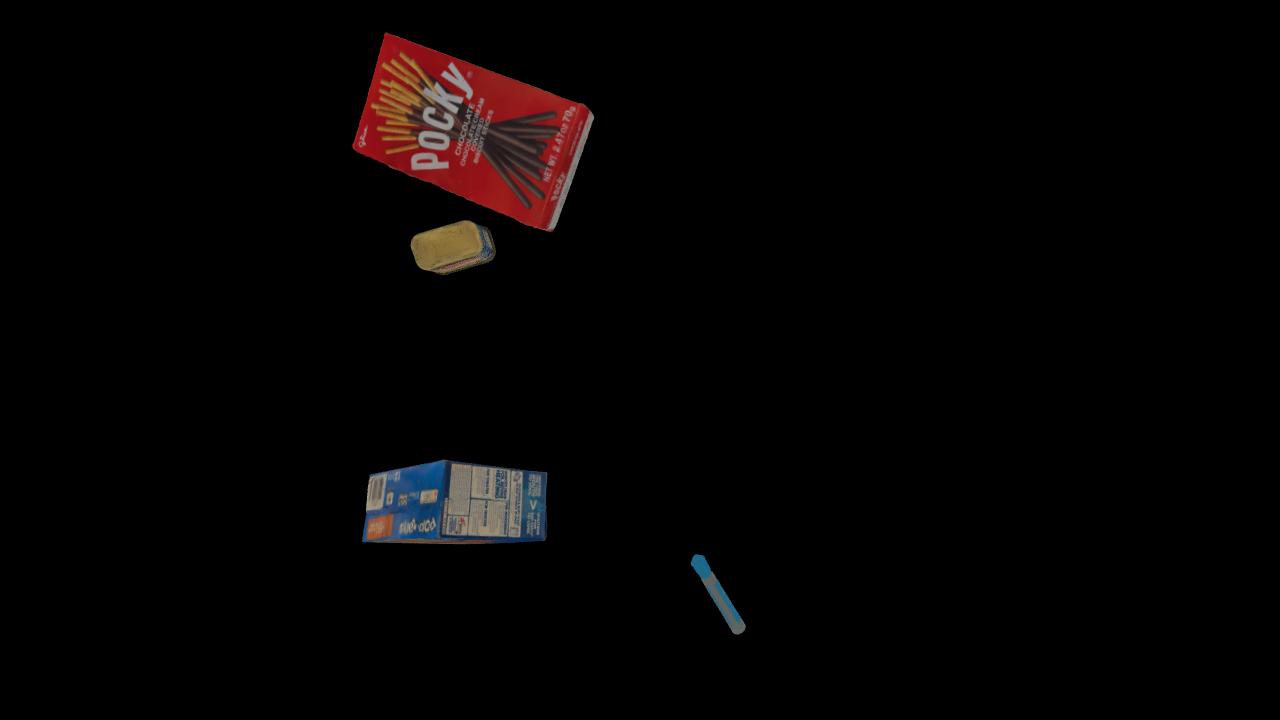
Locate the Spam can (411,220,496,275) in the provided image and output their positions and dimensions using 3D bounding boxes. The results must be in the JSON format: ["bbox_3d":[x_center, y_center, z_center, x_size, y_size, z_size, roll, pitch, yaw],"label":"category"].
[{"bbox_3d":[-0.268,-0.162,0.886,0.101,0.058,0.085,-17,5,-1],"label":"Spam can"}]

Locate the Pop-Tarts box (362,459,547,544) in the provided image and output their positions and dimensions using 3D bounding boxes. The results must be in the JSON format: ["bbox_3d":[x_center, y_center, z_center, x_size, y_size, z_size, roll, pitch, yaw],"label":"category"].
[{"bbox_3d":[-0.215,0.172,0.720,0.167,0.083,0.141,-15,-22,39],"label":"Pop-Tarts box"}]

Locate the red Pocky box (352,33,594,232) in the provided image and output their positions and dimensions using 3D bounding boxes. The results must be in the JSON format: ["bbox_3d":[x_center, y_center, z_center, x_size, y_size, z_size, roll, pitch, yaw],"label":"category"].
[{"bbox_3d":[-0.114,-0.151,0.409,0.155,0.083,0.028,24,14,13],"label":"red Pocky box"}]

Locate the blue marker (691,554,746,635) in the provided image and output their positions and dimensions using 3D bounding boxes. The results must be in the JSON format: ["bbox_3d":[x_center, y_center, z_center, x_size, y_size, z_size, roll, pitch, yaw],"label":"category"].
[{"bbox_3d":[0.096,0.288,0.757,0.020,0.121,0.020,-27,15,8],"label":"blue marker"}]
